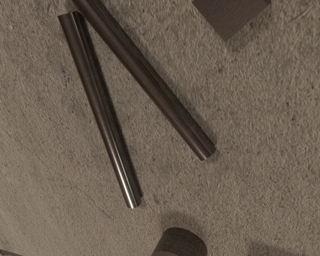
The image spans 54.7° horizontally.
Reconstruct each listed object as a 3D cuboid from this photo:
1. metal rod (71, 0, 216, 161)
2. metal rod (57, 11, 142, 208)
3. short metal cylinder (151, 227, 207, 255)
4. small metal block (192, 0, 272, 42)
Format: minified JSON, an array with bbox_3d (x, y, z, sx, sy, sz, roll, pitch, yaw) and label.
[{"bbox_3d":[-0.033,-0.081,0.372,0.025,0.025,0.300,-33,101,38],"label":"metal rod"},{"bbox_3d":[-0.077,-0.009,0.440,0.025,0.025,0.298,-1,118,28],"label":"metal rod"},{"bbox_3d":[0.031,0.210,0.503,0.080,0.050,0.079,13,124,20],"label":"short metal cylinder"},{"bbox_3d":[0.068,-0.121,0.296,0.050,0.025,0.050,48,129,-6],"label":"small metal block"}]
